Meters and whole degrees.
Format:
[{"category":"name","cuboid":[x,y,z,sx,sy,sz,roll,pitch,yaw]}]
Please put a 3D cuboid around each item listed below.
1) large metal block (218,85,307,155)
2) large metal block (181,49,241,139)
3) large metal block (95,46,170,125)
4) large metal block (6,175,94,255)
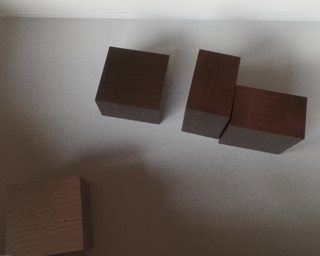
[{"category":"large metal block","cuboid":[0.122,-0.007,0.382,0.080,0.080,0.050,11,73,4]},{"category":"large metal block","cuboid":[0.063,-0.040,0.395,0.050,0.080,0.080,13,71,5]},{"category":"large metal block","cuboid":[-0.034,-0.056,0.417,0.080,0.050,0.080,9,70,3]},{"category":"large metal block","cuboid":[-0.125,0.104,0.357,0.081,0.050,0.080,-8,70,-3]}]
